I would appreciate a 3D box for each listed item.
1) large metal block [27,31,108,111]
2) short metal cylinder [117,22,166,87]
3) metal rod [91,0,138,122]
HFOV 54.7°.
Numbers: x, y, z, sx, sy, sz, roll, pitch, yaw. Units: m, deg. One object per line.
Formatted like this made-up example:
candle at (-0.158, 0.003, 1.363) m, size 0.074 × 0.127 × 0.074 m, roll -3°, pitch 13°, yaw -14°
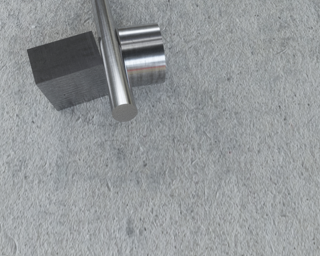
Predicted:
large metal block at (-0.113, -0.071, 0.404) m, size 0.080 × 0.080 × 0.050 m, roll -19°, pitch 71°, yaw -7°
short metal cylinder at (-0.025, -0.096, 0.413) m, size 0.050 × 0.080 × 0.080 m, roll -9°, pitch 70°, yaw -7°
metal rod at (-0.069, -0.124, 0.398) m, size 0.025 × 0.025 × 0.300 m, roll -13°, pitch 50°, yaw -5°
